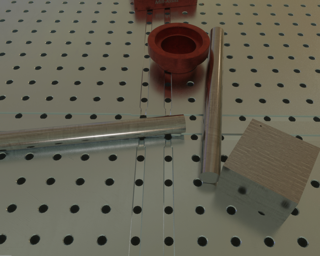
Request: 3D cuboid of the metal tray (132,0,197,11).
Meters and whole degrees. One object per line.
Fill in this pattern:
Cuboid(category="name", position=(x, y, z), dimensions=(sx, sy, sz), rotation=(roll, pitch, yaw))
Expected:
Cuboid(category="metal tray", position=(0.005, -0.287, 0.645), dimensions=(0.131, 0.030, 0.090), rotation=(-9, 51, -8))

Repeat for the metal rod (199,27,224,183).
Cuboid(category="metal rod", position=(0.080, -0.056, 0.455), dimensions=(0.025, 0.025, 0.300), rotation=(7, 50, 5))

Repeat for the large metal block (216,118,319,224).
Cuboid(category="large metal block", position=(0.122, 0.047, 0.354), dimensions=(0.080, 0.050, 0.080), rotation=(27, 55, 20))

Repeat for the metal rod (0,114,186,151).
Cuboid(category="metal rod", position=(-0.118, 0.009, 0.398), dimensions=(0.302, 0.025, 0.025), rotation=(-6, 50, -5))

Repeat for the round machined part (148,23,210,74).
Cuboid(category="round machined part", position=(0.030, -0.126, 0.503), dimensions=(0.099, 0.042, 0.098), rotation=(0, 50, 0))
